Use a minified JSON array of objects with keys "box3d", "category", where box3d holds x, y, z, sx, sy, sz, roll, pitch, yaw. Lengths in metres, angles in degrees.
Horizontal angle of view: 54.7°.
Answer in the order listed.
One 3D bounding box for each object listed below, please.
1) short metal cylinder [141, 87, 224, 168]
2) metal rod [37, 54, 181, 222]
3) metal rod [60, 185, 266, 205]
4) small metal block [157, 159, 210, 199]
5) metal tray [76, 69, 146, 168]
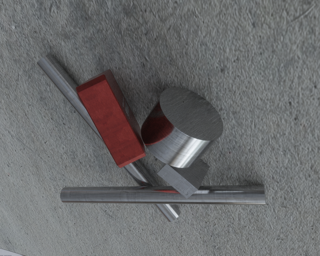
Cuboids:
[{"box3d":[0.025,-0.001,0.357,0.080,0.080,0.050,37,129,3],"category":"short metal cylinder"},{"box3d":[-0.070,0.020,0.455,0.025,0.025,0.300,-31,101,38],"category":"metal rod"},{"box3d":[-0.009,0.095,0.440,0.301,0.025,0.025,-4,117,20],"category":"metal rod"},{"box3d":[0.032,0.055,0.408,0.050,0.050,0.025,40,129,1],"category":"small metal block"},{"box3d":[-0.053,-0.018,0.357,0.030,0.130,0.090,-26,105,0],"category":"metal tray"}]
